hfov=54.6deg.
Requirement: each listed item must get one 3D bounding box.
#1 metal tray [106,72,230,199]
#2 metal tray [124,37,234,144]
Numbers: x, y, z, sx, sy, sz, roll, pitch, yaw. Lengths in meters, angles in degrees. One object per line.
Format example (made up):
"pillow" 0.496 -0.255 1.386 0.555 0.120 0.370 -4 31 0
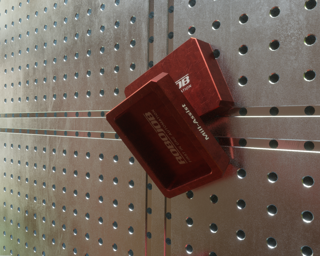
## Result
"metal tray" 0.008 0.013 0.363 0.090 0.030 0.130 -32 98 36
"metal tray" 0.017 -0.040 0.393 0.130 0.030 0.090 -30 71 36
